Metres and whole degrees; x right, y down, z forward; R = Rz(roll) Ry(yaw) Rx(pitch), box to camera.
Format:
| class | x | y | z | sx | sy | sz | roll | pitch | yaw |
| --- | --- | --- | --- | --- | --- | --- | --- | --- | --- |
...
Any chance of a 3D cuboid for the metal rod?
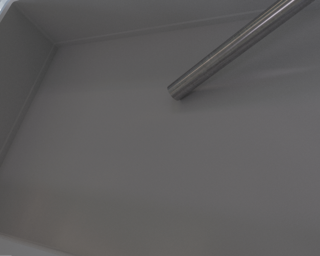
| class | x | y | z | sx | sy | sz | roll | pitch | yaw |
| --- | --- | --- | --- | --- | --- | --- | --- | --- | --- |
| metal rod | 0.126 | -0.123 | 0.355 | 0.299 | 0.025 | 0.025 | -35 | 49 | 29 |
